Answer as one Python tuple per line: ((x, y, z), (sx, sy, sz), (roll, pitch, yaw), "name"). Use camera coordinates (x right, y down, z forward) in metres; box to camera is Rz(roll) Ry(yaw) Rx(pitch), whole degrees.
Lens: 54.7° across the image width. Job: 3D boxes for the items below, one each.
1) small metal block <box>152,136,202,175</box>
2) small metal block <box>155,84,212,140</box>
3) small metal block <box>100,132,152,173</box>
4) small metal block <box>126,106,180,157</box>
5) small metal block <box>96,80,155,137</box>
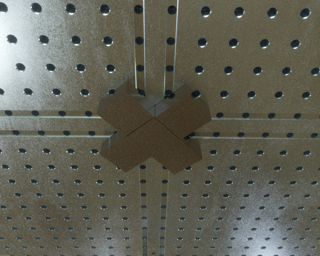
((0.024, 0.034, 0.441), (0.050, 0.025, 0.050), (-33, 123, 25), "small metal block")
((0.029, -0.019, 0.395), (0.050, 0.025, 0.050), (-34, 123, 25), "small metal block")
((-0.047, 0.030, 0.437), (0.050, 0.025, 0.050), (-34, 123, 25), "small metal block")
((-0.009, 0.006, 0.415), (0.050, 0.025, 0.050), (-34, 123, 25), "small metal block")
((-0.042, -0.023, 0.391), (0.050, 0.025, 0.050), (-33, 123, 25), "small metal block")
